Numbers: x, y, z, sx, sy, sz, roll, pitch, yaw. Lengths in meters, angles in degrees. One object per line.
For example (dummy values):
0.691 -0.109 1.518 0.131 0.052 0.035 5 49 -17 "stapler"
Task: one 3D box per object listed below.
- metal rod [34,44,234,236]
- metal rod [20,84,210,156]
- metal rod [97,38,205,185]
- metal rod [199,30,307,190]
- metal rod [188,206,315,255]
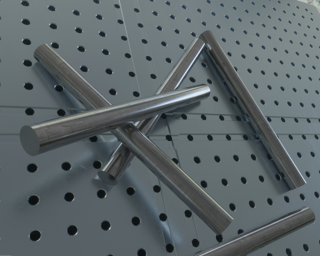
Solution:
-0.040 0.004 0.355 0.300 0.025 0.025 42 50 13 "metal rod"
-0.017 -0.023 0.362 0.025 0.025 0.302 55 36 10 "metal rod"
0.004 -0.044 0.438 0.025 0.025 0.301 36 51 -5 "metal rod"
0.146 -0.039 0.512 0.025 0.025 0.299 -15 70 -34 "metal rod"
0.086 0.144 0.368 0.303 0.025 0.025 -8 66 -32 "metal rod"
